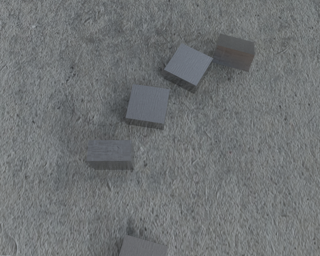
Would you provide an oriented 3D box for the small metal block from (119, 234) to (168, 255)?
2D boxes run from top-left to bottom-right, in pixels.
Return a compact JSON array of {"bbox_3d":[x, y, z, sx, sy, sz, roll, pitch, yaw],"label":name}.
[{"bbox_3d":[-0.022,0.153,0.352,0.050,0.025,0.050,14,71,5],"label":"small metal block"}]

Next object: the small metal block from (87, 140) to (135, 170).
[{"bbox_3d":[-0.059,0.034,0.382,0.050,0.050,0.025,0,70,0],"label":"small metal block"}]

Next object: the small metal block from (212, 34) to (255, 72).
[{"bbox_3d":[0.103,-0.107,0.434,0.050,0.025,0.050,16,37,4],"label":"small metal block"}]

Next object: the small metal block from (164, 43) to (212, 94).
[{"bbox_3d":[0.040,-0.084,0.439,0.050,0.025,0.050,29,73,10],"label":"small metal block"}]

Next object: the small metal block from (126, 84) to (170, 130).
[{"bbox_3d":[-0.016,-0.028,0.418,0.050,0.025,0.050,9,70,3],"label":"small metal block"}]
